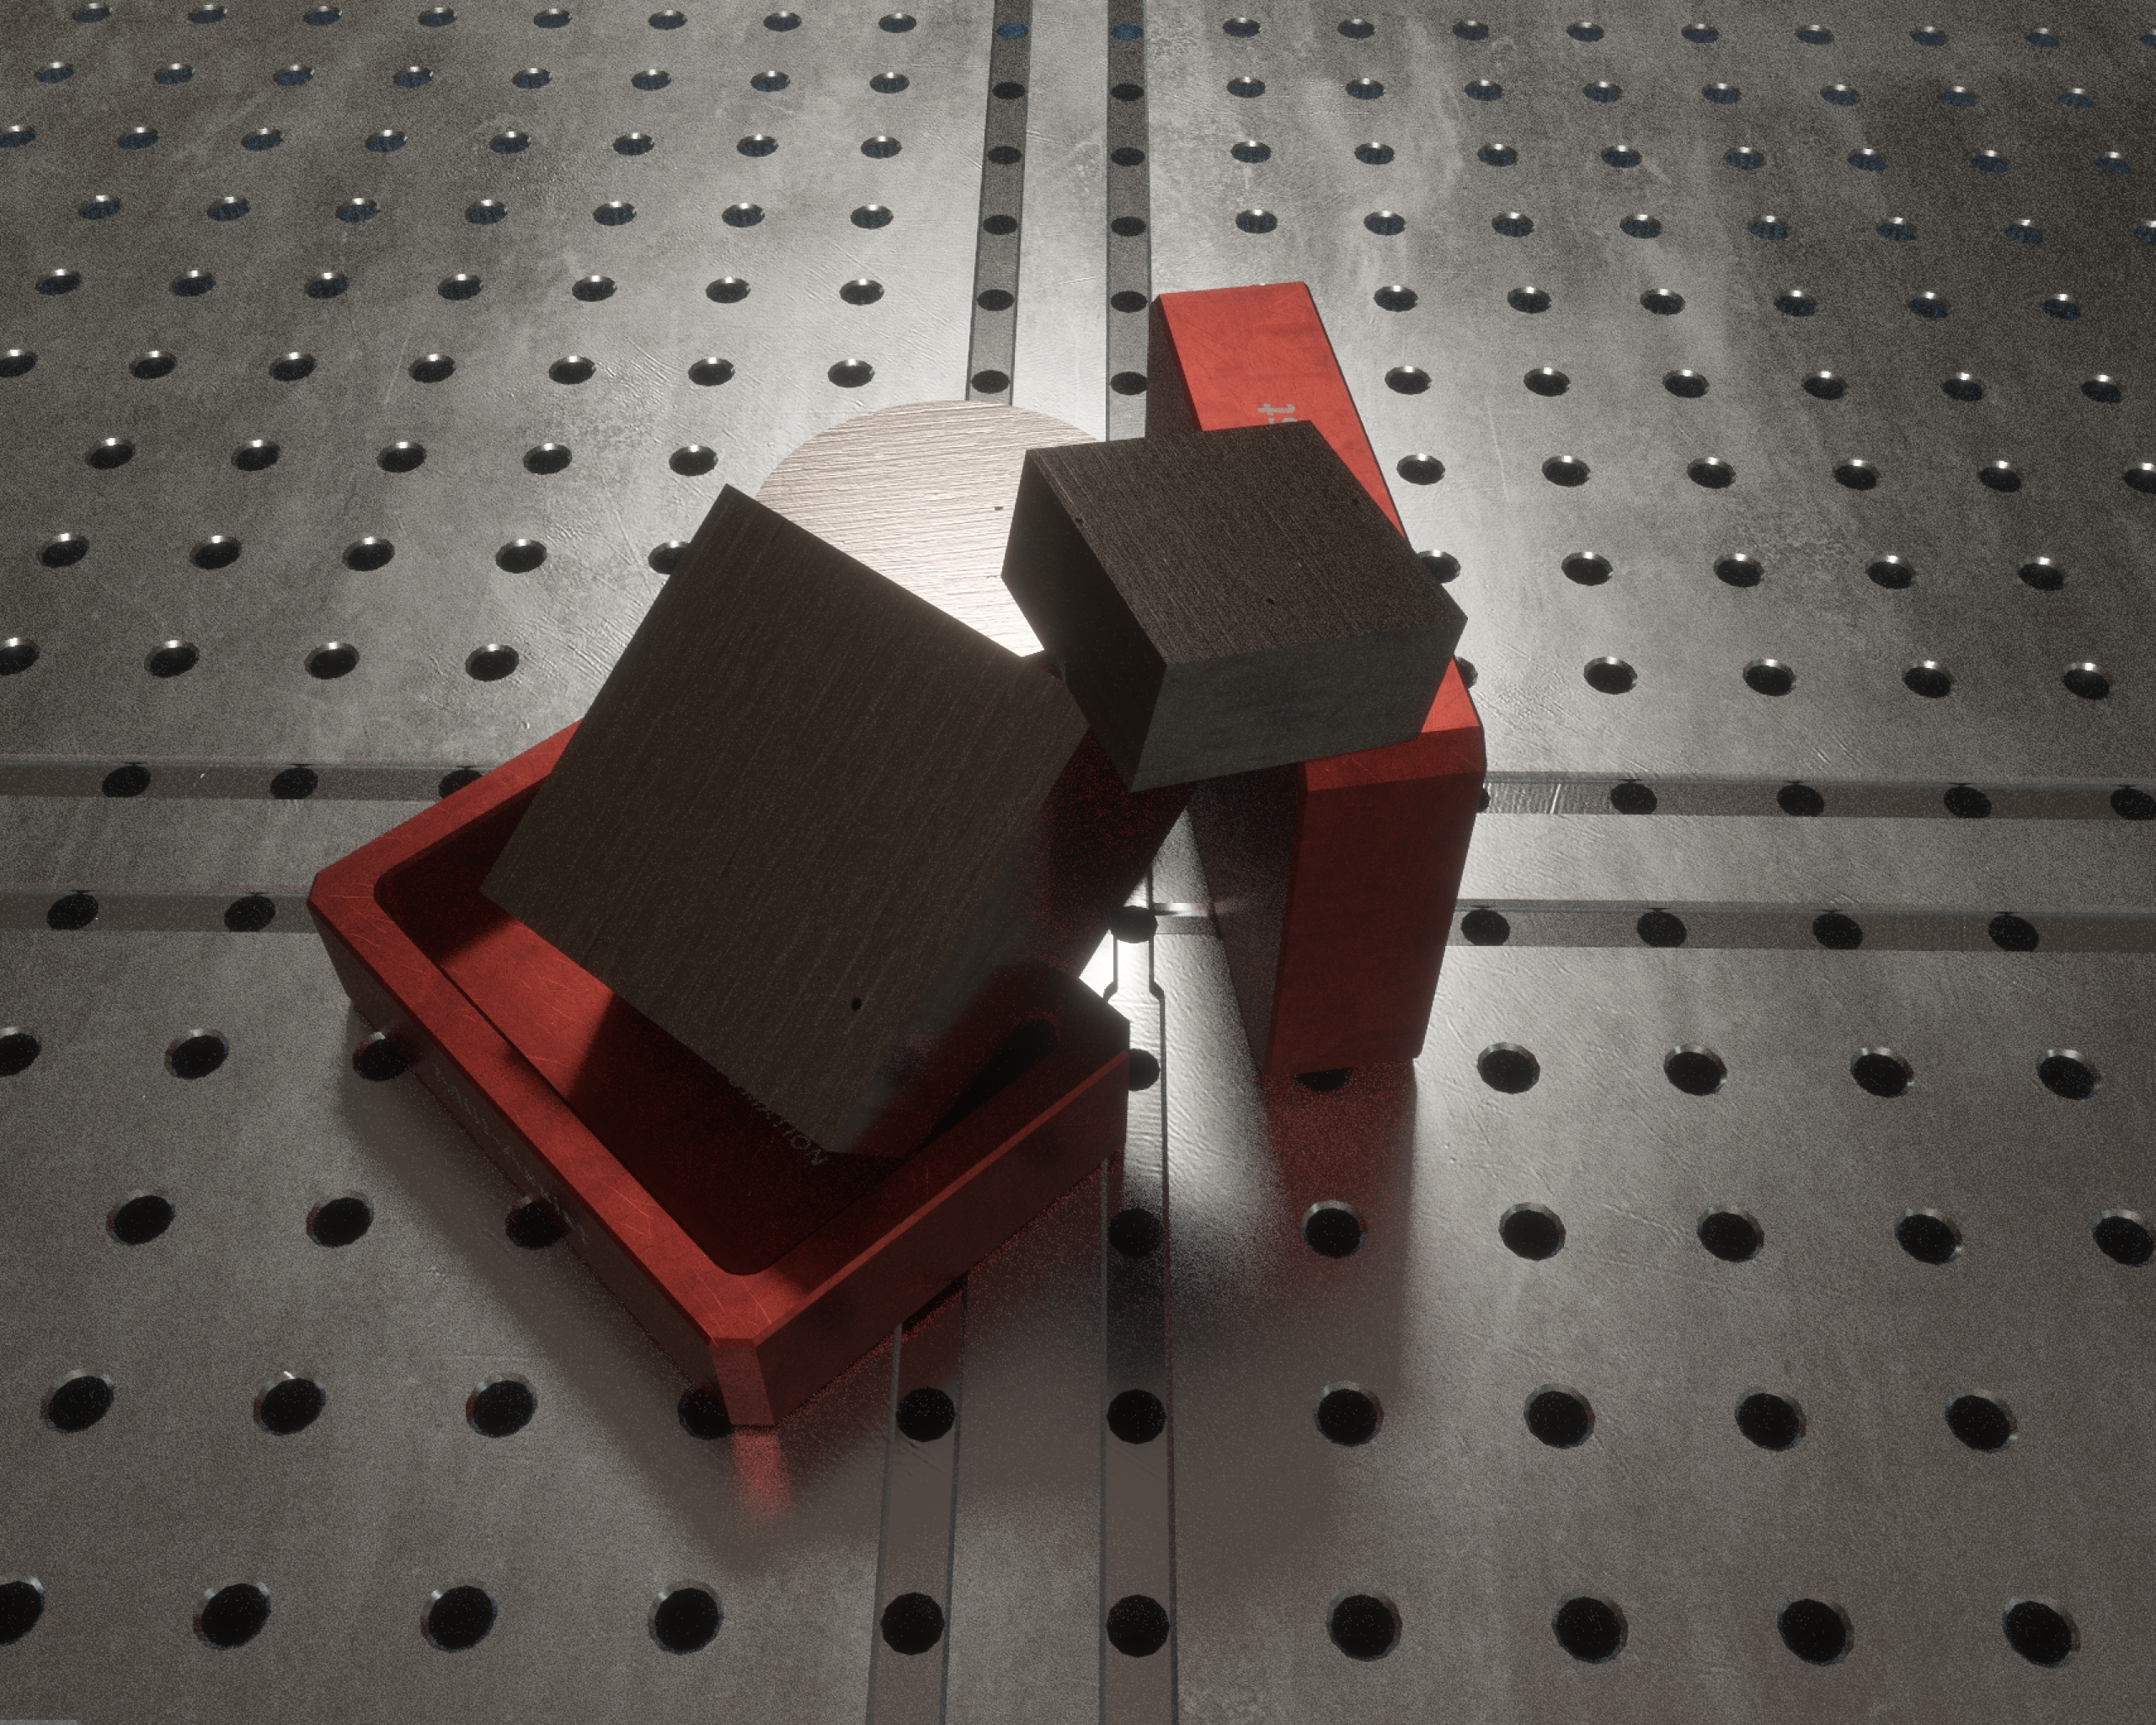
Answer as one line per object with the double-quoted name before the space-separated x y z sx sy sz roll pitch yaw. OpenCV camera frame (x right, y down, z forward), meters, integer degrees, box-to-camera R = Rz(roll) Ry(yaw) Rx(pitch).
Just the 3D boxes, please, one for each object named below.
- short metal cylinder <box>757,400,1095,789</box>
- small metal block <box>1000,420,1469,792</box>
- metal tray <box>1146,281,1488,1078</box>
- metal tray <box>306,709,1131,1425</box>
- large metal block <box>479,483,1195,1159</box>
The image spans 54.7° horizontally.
"short metal cylinder" -0.026 -0.051 0.434 0.081 0.050 0.080 0 50 0
"small metal block" 0.023 -0.041 0.320 0.050 0.025 0.050 -11 51 -24
"metal tray" 0.039 -0.036 0.396 0.030 0.089 0.130 -7 51 -6
"metal tray" -0.065 0.026 0.380 0.091 0.030 0.130 -36 59 -27
"large metal block" -0.039 -0.005 0.355 0.080 0.050 0.080 32 92 23
